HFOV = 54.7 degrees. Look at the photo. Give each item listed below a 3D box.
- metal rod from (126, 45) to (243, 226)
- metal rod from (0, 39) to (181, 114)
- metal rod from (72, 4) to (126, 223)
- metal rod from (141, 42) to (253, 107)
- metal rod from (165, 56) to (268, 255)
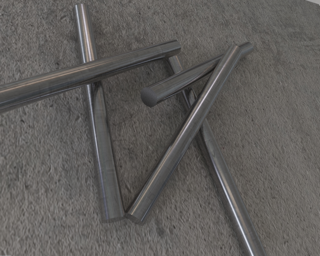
[{"bbox_3d":[0.044,-0.011,0.406,0.025,0.025,0.301,36,60,-4],"label":"metal rod"},{"bbox_3d":[-0.064,-0.076,0.384,0.025,0.025,0.302,50,42,7],"label":"metal rod"},{"bbox_3d":[-0.080,-0.037,0.382,0.025,0.025,0.299,0,62,-28],"label":"metal rod"},{"bbox_3d":[0.075,-0.093,0.475,0.025,0.025,0.302,50,44,7],"label":"metal rod"},{"bbox_3d":[0.068,0.028,0.423,0.025,0.025,0.299,-7,65,-31],"label":"metal rod"}]
